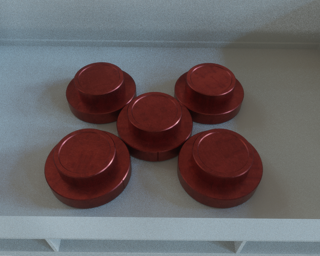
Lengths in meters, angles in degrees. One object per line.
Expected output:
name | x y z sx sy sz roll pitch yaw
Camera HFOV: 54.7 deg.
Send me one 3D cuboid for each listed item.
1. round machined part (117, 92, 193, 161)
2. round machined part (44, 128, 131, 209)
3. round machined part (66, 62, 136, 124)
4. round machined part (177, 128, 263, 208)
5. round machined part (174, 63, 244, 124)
round machined part | -0.007 -0.009 0.399 0.099 0.042 0.098 0 50 0
round machined part | -0.083 0.039 0.358 0.099 0.042 0.098 0 50 0
round machined part | -0.084 -0.056 0.438 0.099 0.042 0.098 0 50 0
round machined part | 0.070 0.039 0.361 0.099 0.042 0.098 0 50 0
round machined part | 0.070 -0.055 0.440 0.099 0.042 0.098 0 50 0
